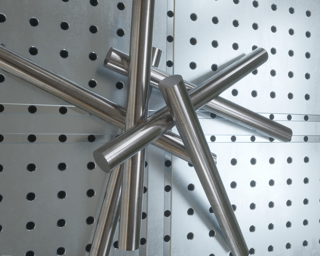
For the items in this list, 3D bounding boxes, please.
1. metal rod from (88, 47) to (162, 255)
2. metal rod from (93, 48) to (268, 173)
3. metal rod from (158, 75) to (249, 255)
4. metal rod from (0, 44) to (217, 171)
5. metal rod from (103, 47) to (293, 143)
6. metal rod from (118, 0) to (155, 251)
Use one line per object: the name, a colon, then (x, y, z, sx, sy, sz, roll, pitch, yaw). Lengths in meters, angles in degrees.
metal rod: (-0.046, 0.041, 0.395, 0.025, 0.025, 0.299, 16, 85, -19)
metal rod: (0.048, -0.038, 0.377, 0.302, 0.025, 0.025, -34, 102, -35)
metal rod: (0.064, 0.070, 0.379, 0.025, 0.025, 0.299, -36, 123, -16)
metal rod: (-0.067, -0.023, 0.366, 0.301, 0.025, 0.025, 27, 81, -10)
metal rod: (0.069, -0.035, 0.420, 0.302, 0.025, 0.025, 20, 84, -25)
metal rod: (-0.026, -0.014, 0.347, 0.025, 0.025, 0.298, 3, 92, -20)
